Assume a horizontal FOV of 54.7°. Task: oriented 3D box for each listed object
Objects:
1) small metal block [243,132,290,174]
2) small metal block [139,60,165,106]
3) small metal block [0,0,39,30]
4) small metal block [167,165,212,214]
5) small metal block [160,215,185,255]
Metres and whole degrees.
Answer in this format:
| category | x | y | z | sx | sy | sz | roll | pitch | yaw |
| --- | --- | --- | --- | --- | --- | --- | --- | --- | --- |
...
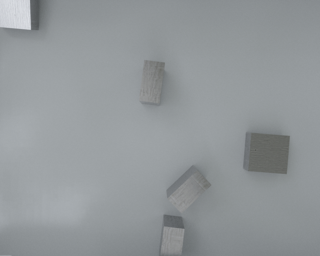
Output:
| category | x | y | z | sx | sy | sz | roll | pitch | yaw |
| --- | --- | --- | --- | --- | --- | --- | --- | --- | --- |
| small metal block | 0.141 | 0.033 | 0.412 | 0.050 | 0.025 | 0.050 | 5 | 90 | 0 |
| small metal block | -0.010 | -0.056 | 0.399 | 0.025 | 0.050 | 0.050 | 7 | 90 | 0 |
| small metal block | -0.189 | -0.156 | 0.403 | 0.050 | 0.025 | 0.050 | 5 | 107 | -1 |
| small metal block | 0.036 | 0.077 | 0.399 | 0.050 | 0.050 | 0.025 | -44 | 90 | 0 |
| small metal block | 0.014 | 0.145 | 0.399 | 0.025 | 0.050 | 0.050 | 7 | 90 | 0 |
